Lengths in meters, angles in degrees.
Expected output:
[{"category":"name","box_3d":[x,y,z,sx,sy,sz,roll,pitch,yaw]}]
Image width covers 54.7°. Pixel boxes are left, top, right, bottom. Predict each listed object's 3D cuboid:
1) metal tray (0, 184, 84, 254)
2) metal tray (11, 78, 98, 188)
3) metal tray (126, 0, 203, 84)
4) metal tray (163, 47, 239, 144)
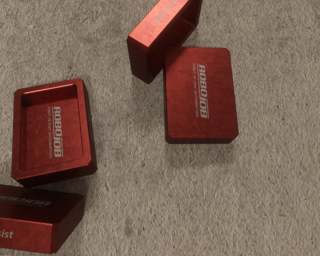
[{"category":"metal tray","box_3d":[-0.159,0.093,0.335,0.131,0.090,0.030,7,96,2]},{"category":"metal tray","box_3d":[-0.133,0.002,0.390,0.091,0.030,0.130,-11,60,-5]},{"category":"metal tray","box_3d":[0.009,-0.132,0.422,0.030,0.090,0.130,34,73,11]},{"category":"metal tray","box_3d":[0.051,-0.045,0.416,0.091,0.030,0.129,0,72,-5]}]
